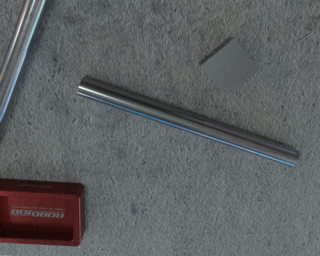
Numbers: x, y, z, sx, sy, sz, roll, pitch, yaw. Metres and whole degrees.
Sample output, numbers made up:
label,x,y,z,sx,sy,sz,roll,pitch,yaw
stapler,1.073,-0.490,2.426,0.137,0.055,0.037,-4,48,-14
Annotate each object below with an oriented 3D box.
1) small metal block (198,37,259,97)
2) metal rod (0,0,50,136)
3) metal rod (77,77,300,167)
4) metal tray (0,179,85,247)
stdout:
label,x,y,z,sx,sy,sz,roll,pitch,yaw
small metal block,0.084,-0.076,0.383,0.050,0.025,0.050,-39,106,13
metal rod,-0.202,-0.033,0.394,0.025,0.025,0.298,26,108,-10
metal rod,0.043,-0.006,0.408,0.302,0.025,0.025,18,109,-7
metal tray,-0.178,0.123,0.450,0.131,0.030,0.089,4,110,-2
